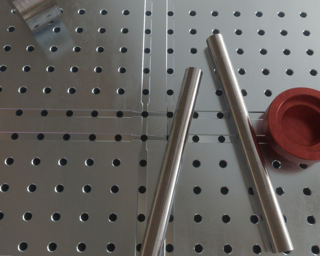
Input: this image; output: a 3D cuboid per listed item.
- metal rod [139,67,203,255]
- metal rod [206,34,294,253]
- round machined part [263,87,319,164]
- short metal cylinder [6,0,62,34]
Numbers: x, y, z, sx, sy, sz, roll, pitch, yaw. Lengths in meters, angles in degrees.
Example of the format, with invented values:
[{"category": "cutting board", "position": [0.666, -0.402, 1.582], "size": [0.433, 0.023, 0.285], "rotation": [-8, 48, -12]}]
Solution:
[{"category": "metal rod", "position": [0.012, 0.057, 0.390], "size": [0.025, 0.025, 0.299], "rotation": [13, 70, 5]}, {"category": "metal rod", "position": [0.112, 0.005, 0.410], "size": [0.025, 0.025, 0.299], "rotation": [-11, 70, -4]}, {"category": "round machined part", "position": [0.183, 0.000, 0.404], "size": [0.099, 0.042, 0.098], "rotation": [0, 70, 0]}, {"category": "short metal cylinder", "position": [-0.188, -0.184, 0.448], "size": [0.050, 0.080, 0.080], "rotation": [-37, 74, -12]}]
